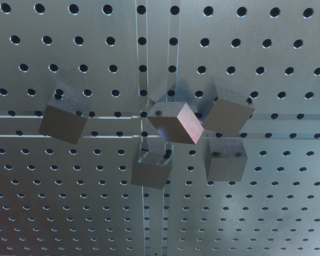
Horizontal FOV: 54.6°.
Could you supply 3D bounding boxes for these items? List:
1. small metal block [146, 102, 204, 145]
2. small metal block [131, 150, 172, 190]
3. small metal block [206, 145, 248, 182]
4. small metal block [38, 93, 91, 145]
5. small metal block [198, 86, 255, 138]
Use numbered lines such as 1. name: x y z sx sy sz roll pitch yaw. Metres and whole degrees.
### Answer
1. small metal block: 0.019 -0.006 0.391 0.050 0.025 0.050 3 141 43
2. small metal block: -0.013 0.064 0.465 0.050 0.025 0.050 12 129 -10
3. small metal block: 0.097 0.053 0.457 0.050 0.025 0.050 1 130 -2
4. small metal block: -0.123 -0.011 0.401 0.050 0.025 0.050 21 127 -17
5. small metal block: 0.084 -0.020 0.395 0.050 0.025 0.050 16 128 -13
